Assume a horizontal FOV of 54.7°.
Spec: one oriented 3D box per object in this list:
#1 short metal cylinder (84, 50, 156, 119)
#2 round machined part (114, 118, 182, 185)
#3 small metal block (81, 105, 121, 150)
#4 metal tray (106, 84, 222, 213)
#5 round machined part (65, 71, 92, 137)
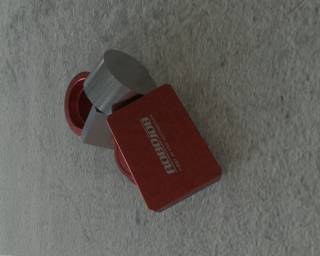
[{"bbox_3d":[-0.053,-0.058,0.413,0.050,0.081,0.080,-45,63,30],"label":"short metal cylinder"},{"bbox_3d":[-0.023,0.031,0.412,0.098,0.042,0.097,0,90,39],"label":"round machined part"},{"bbox_3d":[-0.075,-0.001,0.426,0.050,0.050,0.025,-63,31,20],"label":"small metal block"},{"bbox_3d":[0.003,0.022,0.370,0.090,0.030,0.130,-29,69,2],"label":"metal tray"},{"bbox_3d":[-0.100,-0.035,0.475,0.098,0.042,0.097,0,90,39],"label":"round machined part"}]
